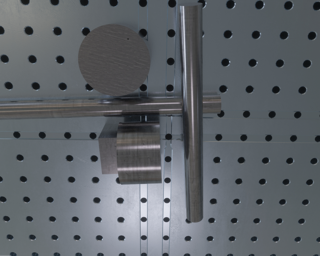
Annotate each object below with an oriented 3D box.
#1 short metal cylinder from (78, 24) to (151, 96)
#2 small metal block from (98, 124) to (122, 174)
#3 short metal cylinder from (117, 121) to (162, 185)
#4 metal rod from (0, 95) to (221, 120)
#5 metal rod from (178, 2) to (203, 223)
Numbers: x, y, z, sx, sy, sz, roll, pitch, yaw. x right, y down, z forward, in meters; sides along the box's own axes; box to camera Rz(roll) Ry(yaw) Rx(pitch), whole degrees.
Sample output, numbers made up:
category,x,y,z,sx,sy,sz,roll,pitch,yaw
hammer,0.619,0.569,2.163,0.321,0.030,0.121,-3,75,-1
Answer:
category,x,y,z,sx,sy,sz,roll,pitch,yaw
short metal cylinder,-0.051,-0.083,0.369,0.081,0.050,0.079,0,110,0
small metal block,-0.062,0.027,0.409,0.025,0.050,0.050,-2,110,1
short metal cylinder,-0.024,0.031,0.395,0.050,0.080,0.079,-2,110,1
metal rod,-0.074,-0.027,0.402,0.302,0.025,0.025,-2,110,0
metal rod,0.042,0.002,0.391,0.025,0.025,0.298,-4,119,1
